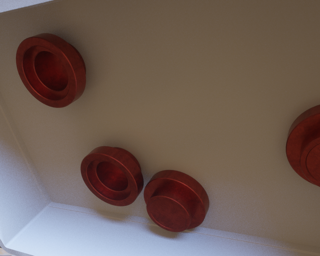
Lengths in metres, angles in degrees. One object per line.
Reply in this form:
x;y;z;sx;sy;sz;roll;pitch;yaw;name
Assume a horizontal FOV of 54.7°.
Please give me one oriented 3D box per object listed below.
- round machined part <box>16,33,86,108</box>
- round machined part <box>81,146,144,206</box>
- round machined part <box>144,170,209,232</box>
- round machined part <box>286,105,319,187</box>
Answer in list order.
-0.141;-0.080;0.421;0.098;0.042;0.097;13;124;20;round machined part
-0.068;0.069;0.474;0.098;0.042;0.097;13;124;20;round machined part
0.019;0.114;0.457;0.098;0.042;0.097;13;124;20;round machined part
0.182;0.026;0.318;0.098;0.042;0.097;13;124;20;round machined part
